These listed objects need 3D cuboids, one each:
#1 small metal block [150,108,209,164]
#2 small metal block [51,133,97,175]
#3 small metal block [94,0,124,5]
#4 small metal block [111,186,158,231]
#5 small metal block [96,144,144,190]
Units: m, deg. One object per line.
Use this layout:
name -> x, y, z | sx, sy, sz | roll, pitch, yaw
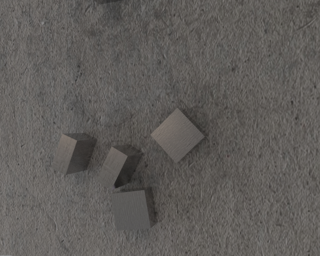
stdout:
small metal block -> 0.025, 0.009, 0.400 | 0.050, 0.025, 0.050 | -45, 76, 14
small metal block -> -0.120, 0.035, 0.438 | 0.025, 0.050, 0.050 | 23, 98, 18
small metal block -> -0.069, -0.206, 0.433 | 0.050, 0.025, 0.050 | -2, 89, 20
small metal block -> -0.035, 0.109, 0.421 | 0.050, 0.025, 0.050 | -11, 86, 19
small metal block -> -0.053, 0.051, 0.414 | 0.025, 0.050, 0.050 | 29, 100, 17
